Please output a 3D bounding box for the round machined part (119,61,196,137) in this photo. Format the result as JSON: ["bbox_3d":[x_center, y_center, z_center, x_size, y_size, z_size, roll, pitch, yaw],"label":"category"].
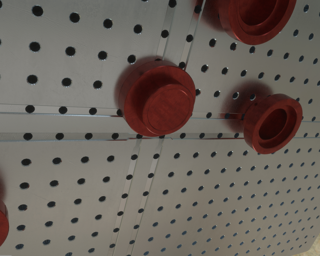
[{"bbox_3d":[0.002,-0.030,0.384,0.099,0.042,0.097,-14,124,-21],"label":"round machined part"}]

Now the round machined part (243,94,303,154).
[{"bbox_3d":[0.172,-0.010,0.491,0.099,0.042,0.097,-14,124,-21],"label":"round machined part"}]

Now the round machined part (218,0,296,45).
[{"bbox_3d":[0.111,-0.152,0.368,0.099,0.042,0.097,-14,125,-21],"label":"round machined part"}]

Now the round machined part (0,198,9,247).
[{"bbox_3d":[-0.223,0.104,0.343,0.099,0.042,0.097,-14,125,-21],"label":"round machined part"}]
